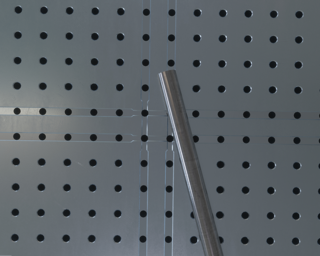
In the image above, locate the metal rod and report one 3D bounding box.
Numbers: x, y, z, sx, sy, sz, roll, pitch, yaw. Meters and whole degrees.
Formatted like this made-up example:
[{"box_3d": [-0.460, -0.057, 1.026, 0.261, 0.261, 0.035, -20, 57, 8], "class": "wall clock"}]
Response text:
[{"box_3d": [0.046, 0.071, 0.413, 0.025, 0.025, 0.299, -15, 90, 0], "class": "metal rod"}]
